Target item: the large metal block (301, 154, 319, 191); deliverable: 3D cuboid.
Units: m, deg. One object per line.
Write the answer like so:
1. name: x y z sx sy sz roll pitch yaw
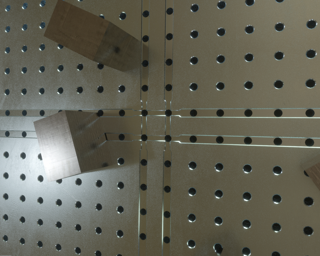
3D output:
1. large metal block: 0.211 0.054 0.325 0.080 0.050 0.080 -36 79 16

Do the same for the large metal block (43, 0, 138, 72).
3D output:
1. large metal block: -0.089 -0.120 0.414 0.080 0.080 0.050 29 99 17

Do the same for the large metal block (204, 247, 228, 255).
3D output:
1. large metal block: 0.066 0.200 0.360 0.050 0.080 0.080 -31 80 17

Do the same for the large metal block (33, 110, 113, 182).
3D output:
1. large metal block: -0.115 0.023 0.423 0.050 0.080 0.080 -18 84 19
